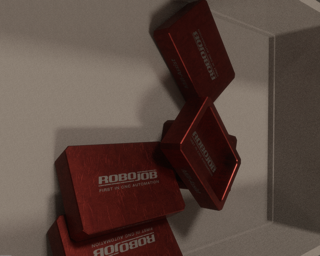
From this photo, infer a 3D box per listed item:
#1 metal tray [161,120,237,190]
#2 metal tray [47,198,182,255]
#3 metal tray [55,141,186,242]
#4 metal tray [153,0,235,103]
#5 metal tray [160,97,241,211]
[{"bbox_3d":[0.058,0.045,0.453,0.131,0.030,0.090,15,80,-39],"label":"metal tray"},{"bbox_3d":[-0.044,0.130,0.337,0.131,0.030,0.090,-2,54,-40],"label":"metal tray"},{"bbox_3d":[-0.041,0.063,0.345,0.131,0.030,0.090,-1,62,-40],"label":"metal tray"},{"bbox_3d":[0.054,-0.102,0.443,0.090,0.030,0.130,-48,123,-28],"label":"metal tray"},{"bbox_3d":[0.060,0.035,0.406,0.130,0.030,0.090,57,50,-33],"label":"metal tray"}]
